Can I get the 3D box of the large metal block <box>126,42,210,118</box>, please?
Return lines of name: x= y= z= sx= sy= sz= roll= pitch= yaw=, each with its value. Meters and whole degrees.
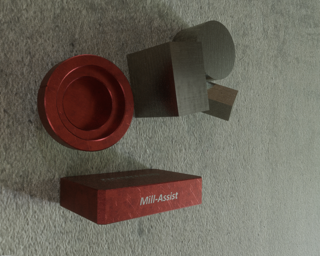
large metal block: x=0.008 y=-0.056 z=0.376 sx=0.050 sy=0.080 sz=0.079 roll=-13 pitch=99 yaw=-39

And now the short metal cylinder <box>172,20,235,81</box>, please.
short metal cylinder: x=0.061 y=-0.106 z=0.439 sx=0.081 sy=0.050 sz=0.080 roll=0 pitch=90 yaw=-40

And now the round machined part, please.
round machined part: x=-0.080 y=-0.025 z=0.327 sx=0.099 sy=0.042 sz=0.097 roll=0 pitch=90 yaw=-40

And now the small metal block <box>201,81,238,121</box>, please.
small metal block: x=0.080 y=-0.038 z=0.442 sx=0.050 sy=0.050 sz=0.025 roll=76 pitch=36 yaw=-67

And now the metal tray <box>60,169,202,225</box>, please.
metal tray: x=-0.029 y=0.068 z=0.337 sx=0.131 sy=0.090 sz=0.030 roll=1 pitch=90 yaw=-40
